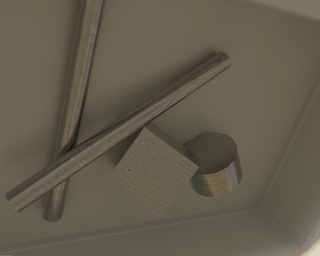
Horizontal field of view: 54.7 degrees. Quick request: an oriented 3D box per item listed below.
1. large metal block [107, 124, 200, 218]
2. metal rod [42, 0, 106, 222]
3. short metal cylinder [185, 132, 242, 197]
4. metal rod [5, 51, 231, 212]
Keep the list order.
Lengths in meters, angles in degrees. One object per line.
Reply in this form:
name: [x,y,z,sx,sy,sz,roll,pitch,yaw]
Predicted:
large metal block: [-0.005,0.051,0.397,0.080,0.050,0.080,36,100,3]
metal rod: [-0.098,-0.017,0.344,0.025,0.025,0.298,3,117,-30]
short metal cylinder: [0.075,0.052,0.448,0.080,0.080,0.050,-30,129,-10]
metal rod: [-0.036,-0.005,0.365,0.301,0.025,0.025,-35,130,-14]
